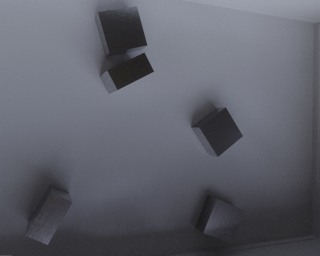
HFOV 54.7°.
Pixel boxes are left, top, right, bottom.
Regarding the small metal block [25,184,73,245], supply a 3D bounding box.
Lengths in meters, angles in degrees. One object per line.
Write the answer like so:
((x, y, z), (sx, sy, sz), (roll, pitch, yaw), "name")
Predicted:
((-0.126, 0.096, 0.351), (0.025, 0.050, 0.050), (32, 79, -18), "small metal block")

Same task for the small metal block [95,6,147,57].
((-0.049, -0.122, 0.393), (0.050, 0.025, 0.050), (-17, 96, -20), "small metal block")

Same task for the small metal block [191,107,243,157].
((0.082, 0.005, 0.442), (0.050, 0.025, 0.050), (-37, 102, -17), "small metal block")

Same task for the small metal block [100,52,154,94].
((-0.042, -0.066, 0.382), (0.050, 0.050, 0.025), (-30, 100, -18), "small metal block")

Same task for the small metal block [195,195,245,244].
((0.086, 0.131, 0.444), (0.050, 0.025, 0.050), (26, 81, -19), "small metal block")
